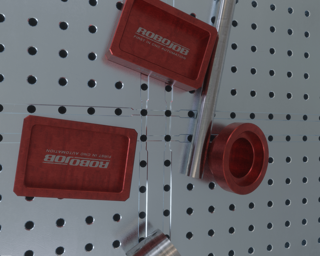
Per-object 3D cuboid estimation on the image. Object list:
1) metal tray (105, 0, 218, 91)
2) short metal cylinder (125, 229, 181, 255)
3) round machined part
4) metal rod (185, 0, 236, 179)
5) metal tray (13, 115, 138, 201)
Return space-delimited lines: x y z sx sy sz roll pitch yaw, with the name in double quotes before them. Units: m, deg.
"metal tray" 0.004 -0.113 0.411 0.131 0.030 0.090 19 84 -19
"short metal cylinder" 0.001 0.174 0.384 0.050 0.080 0.080 -34 101 -17
"round machined part" 0.106 0.041 0.434 0.099 0.042 0.097 -2 94 -37
"metal rod" 0.076 -0.078 0.440 0.025 0.025 0.298 13 86 -20
"metal tray" -0.098 0.038 0.373 0.131 0.030 0.089 8 87 -20
